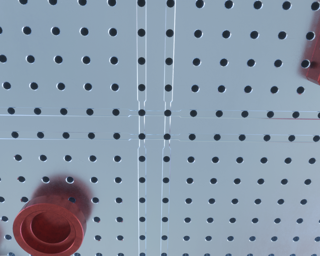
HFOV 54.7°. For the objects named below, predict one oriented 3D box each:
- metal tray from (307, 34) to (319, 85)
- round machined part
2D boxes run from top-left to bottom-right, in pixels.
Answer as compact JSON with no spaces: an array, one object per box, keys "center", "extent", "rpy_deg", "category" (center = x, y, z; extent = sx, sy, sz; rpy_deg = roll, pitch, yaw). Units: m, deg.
[{"center":[0.244,-0.112,0.372],"extent":[0.091,0.030,0.129],"rpy_deg":[7,110,-3],"category":"metal tray"},{"center":[-0.157,0.140,0.454],"extent":[0.099,0.042,0.097],"rpy_deg":[0,110,-1],"category":"round machined part"}]
